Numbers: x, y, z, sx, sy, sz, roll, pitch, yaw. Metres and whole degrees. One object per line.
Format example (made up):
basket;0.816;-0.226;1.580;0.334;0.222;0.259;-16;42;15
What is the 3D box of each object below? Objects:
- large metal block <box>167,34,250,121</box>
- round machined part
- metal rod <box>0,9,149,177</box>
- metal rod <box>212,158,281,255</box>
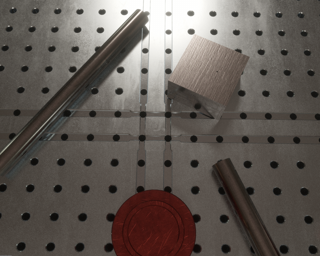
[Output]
large metal block;0.064;-0.069;0.424;0.080;0.050;0.080;26;72;8
round machined part;-0.007;0.120;0.359;0.099;0.042;0.098;0;70;0
metal rod;-0.117;-0.059;0.431;0.025;0.025;0.300;35;73;11
metal rod;0.137;0.173;0.350;0.025;0.025;0.299;-22;72;-8
